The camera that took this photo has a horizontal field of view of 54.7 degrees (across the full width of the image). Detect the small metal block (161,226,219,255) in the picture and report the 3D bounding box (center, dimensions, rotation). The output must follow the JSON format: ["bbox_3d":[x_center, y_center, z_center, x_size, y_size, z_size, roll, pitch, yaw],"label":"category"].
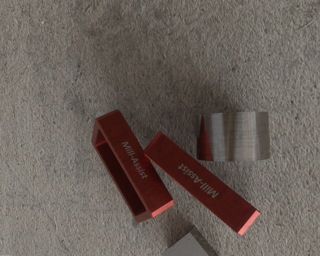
[{"bbox_3d":[0.039,0.164,0.395,0.050,0.025,0.050,-44,77,14],"label":"small metal block"}]

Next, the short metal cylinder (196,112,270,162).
[{"bbox_3d":[0.081,0.009,0.351,0.080,0.080,0.050,-2,89,20],"label":"short metal cylinder"}]

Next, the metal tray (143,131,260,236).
[{"bbox_3d":[0.047,0.061,0.355,0.130,0.090,0.030,39,89,15],"label":"metal tray"}]

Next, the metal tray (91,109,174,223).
[{"bbox_3d":[-0.040,0.051,0.389,0.030,0.090,0.130,-27,79,-24],"label":"metal tray"}]
